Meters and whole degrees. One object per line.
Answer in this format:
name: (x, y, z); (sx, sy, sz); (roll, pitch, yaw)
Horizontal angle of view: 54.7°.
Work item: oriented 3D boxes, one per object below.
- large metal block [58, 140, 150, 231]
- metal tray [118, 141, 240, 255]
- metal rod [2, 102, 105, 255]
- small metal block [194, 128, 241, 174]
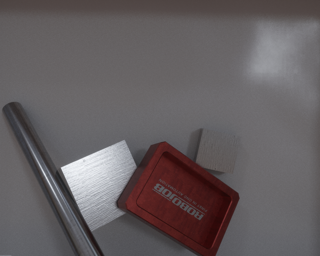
large metal block: (-0.070, 0.069, 0.385); (0.081, 0.050, 0.080); (-24, 90, -23)
metal tray: (0.027, 0.088, 0.378); (0.130, 0.030, 0.090); (36, 67, -15)
metal rod: (-0.112, 0.081, 0.348); (0.025, 0.025, 0.300); (-38, 65, 0)
small metal block: (0.075, 0.030, 0.412); (0.050, 0.025, 0.050); (13, 90, -1)
